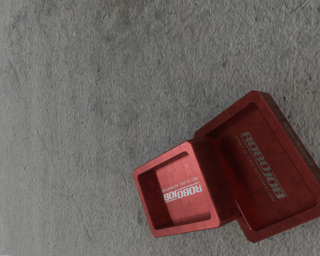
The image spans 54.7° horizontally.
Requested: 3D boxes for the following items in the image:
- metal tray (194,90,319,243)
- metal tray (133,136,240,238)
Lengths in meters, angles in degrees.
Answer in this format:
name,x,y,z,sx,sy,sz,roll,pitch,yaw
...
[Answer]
name,x,y,z,sx,sy,sz,roll,pitch,yaw
metal tray,0.101,0.038,0.317,0.090,0.030,0.130,-39,66,33
metal tray,0.022,0.073,0.359,0.129,0.030,0.090,-35,71,51
